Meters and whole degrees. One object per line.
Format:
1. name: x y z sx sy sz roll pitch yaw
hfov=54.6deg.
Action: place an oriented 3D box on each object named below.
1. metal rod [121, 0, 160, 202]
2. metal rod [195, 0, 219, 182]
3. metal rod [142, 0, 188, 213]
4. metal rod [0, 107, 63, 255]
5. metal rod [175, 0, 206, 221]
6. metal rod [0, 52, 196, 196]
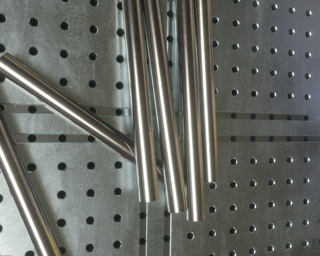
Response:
1. metal rod: -0.027 -0.061 0.385 0.025 0.025 0.299 -4 85 -20
2. metal rod: 0.063 -0.075 0.435 0.025 0.025 0.298 -3 91 -20
3. metal rod: 0.004 -0.045 0.397 0.025 0.025 0.299 -6 86 -20
4. metal rod: -0.163 0.055 0.352 0.025 0.025 0.299 -22 98 -19
5. metal rod: 0.040 -0.032 0.411 0.025 0.025 0.299 -1 85 -20
6. metal rod: -0.062 0.011 0.389 0.301 0.025 0.025 36 78 -17
